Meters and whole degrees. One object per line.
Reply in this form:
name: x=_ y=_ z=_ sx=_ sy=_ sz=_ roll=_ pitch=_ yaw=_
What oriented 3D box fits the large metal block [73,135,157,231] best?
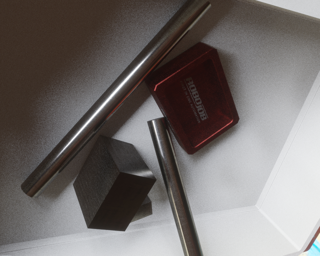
large metal block: x=-0.059 y=0.067 z=0.383 sx=0.050 sy=0.080 sz=0.080 roll=20 pitch=108 yaw=-36

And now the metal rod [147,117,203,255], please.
metal rod: x=0.035 y=0.132 z=0.416 sx=0.025 sy=0.025 sz=0.298 roll=-17 pitch=95 yaw=-19

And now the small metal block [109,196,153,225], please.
small metal block: x=-0.044 y=0.104 z=0.434 sx=0.050 sy=0.050 sz=0.025 roll=-16 pitch=125 yaw=-20

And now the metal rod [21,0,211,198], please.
metal rod: x=-0.054 y=-0.035 z=0.359 sx=0.300 sy=0.025 sz=0.025 roll=-47 pitch=130 yaw=4

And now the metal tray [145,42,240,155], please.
metal tray: x=0.048 y=-0.035 z=0.411 sx=0.090 sy=0.030 sz=0.130 roll=-35 pitch=129 yaw=-6
